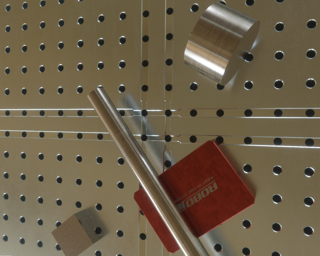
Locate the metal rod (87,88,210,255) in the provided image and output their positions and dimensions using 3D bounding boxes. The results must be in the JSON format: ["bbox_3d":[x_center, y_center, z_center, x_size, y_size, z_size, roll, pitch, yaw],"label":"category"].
[{"bbox_3d":[-0.004,0.077,0.380,0.025,0.025,0.299,-36,79,16],"label":"metal rod"}]

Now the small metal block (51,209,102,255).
[{"bbox_3d":[-0.122,0.157,0.454,0.050,0.025,0.050,-40,78,15],"label":"small metal block"}]

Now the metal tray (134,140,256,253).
[{"bbox_3d":[0.042,0.086,0.395,0.130,0.030,0.090,-37,79,15],"label":"metal tray"}]

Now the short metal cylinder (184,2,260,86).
[{"bbox_3d":[0.071,-0.096,0.358,0.050,0.080,0.080,33,101,16],"label":"short metal cylinder"}]
